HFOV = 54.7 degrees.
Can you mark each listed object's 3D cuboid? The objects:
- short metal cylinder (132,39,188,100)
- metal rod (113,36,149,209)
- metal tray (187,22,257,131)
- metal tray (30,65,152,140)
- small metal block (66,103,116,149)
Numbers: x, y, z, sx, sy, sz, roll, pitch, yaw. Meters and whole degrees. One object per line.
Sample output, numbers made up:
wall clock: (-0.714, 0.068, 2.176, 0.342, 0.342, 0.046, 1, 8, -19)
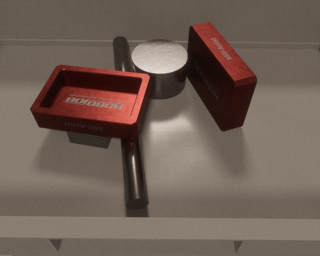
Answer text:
short metal cylinder: (0.000, -0.088, 0.463, 0.081, 0.050, 0.080, 0, 50, 0)
metal rod: (-0.046, -0.031, 0.430, 0.025, 0.025, 0.300, -6, 50, -6)
metal tray: (0.077, -0.071, 0.423, 0.030, 0.089, 0.130, -15, 52, -13)
metal tray: (-0.083, -0.036, 0.397, 0.131, 0.030, 0.090, 7, 51, 7)
small metal block: (-0.087, -0.004, 0.407, 0.050, 0.025, 0.050, 9, 50, 7)
